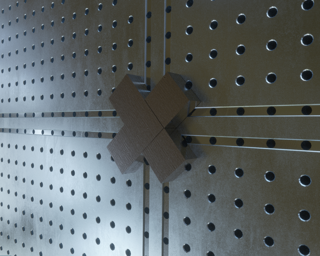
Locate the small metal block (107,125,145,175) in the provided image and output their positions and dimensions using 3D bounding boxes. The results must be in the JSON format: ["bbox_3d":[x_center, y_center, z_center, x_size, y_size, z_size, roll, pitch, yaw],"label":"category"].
[{"bbox_3d":[-0.043,0.030,0.443,0.050,0.025,0.050,-48,62,29],"label":"small metal block"}]

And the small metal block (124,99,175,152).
[{"bbox_3d":[-0.015,-0.003,0.418,0.050,0.025,0.050,-48,62,29],"label":"small metal block"}]

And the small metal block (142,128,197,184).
[{"bbox_3d":[0.011,0.035,0.398,0.050,0.025,0.050,-48,62,29],"label":"small metal block"}]

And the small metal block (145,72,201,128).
[{"bbox_3d":[0.015,-0.035,0.394,0.050,0.025,0.050,-48,62,29],"label":"small metal block"}]

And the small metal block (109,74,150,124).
[{"bbox_3d":[-0.040,-0.040,0.440,0.050,0.025,0.050,-48,62,29],"label":"small metal block"}]
